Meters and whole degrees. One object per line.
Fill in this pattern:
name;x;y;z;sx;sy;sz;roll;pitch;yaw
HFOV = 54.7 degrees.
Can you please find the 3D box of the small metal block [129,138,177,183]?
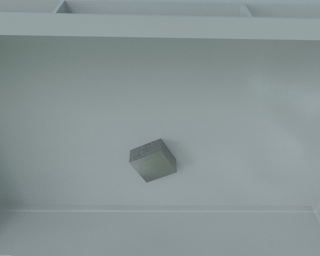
small metal block;-0.009;0.048;0.450;0.050;0.025;0.050;-22;127;17
